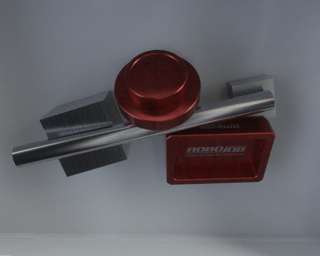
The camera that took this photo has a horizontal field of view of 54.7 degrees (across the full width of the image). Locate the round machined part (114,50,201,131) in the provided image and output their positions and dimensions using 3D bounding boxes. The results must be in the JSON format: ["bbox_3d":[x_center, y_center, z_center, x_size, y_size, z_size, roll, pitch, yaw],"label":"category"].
[{"bbox_3d":[-0.003,-0.049,0.350,0.099,0.098,0.042,-4,151,1],"label":"round machined part"}]

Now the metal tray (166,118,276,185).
[{"bbox_3d":[0.073,0.032,0.405,0.131,0.030,0.089,-2,130,-1],"label":"metal tray"}]

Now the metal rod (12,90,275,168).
[{"bbox_3d":[-0.015,0.000,0.362,0.302,0.025,0.025,-13,110,-4],"label":"metal rod"}]

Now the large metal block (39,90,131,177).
[{"bbox_3d":[-0.091,0.006,0.396,0.080,0.050,0.080,-17,110,5],"label":"large metal block"}]

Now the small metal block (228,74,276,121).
[{"bbox_3d":[0.118,-0.037,0.397,0.050,0.025,0.050,-11,110,3],"label":"small metal block"}]
